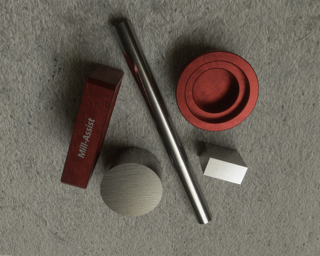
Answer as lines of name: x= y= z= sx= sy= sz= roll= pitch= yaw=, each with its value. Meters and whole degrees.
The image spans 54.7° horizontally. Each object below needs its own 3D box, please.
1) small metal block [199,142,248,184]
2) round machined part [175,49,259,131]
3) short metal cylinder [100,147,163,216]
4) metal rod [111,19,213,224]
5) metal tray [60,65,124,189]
small metal block: x=0.082 y=0.046 z=0.413 sx=0.050 sy=0.050 sz=0.025 roll=16 pitch=109 yaw=-6
round machined part: x=0.067 y=-0.048 z=0.385 sx=0.099 sy=0.042 sz=0.097 roll=0 pitch=110 yaw=-1
short metal cylinder: x=-0.037 y=0.072 z=0.424 sx=0.081 sy=0.050 sz=0.079 roll=0 pitch=110 yaw=-1
metal rod: x=0.010 y=0.006 z=0.414 sx=0.025 sy=0.025 sz=0.299 roll=-21 pitch=109 yaw=7
metal tray: x=-0.080 y=-0.004 z=0.374 sx=0.030 sy=0.090 sz=0.129 roll=17 pitch=109 yaw=-7
